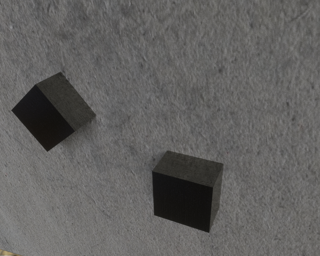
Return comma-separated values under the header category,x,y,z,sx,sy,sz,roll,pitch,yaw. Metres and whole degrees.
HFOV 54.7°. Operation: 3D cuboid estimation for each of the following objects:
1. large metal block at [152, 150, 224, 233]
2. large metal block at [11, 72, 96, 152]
category,x,y,z,sx,sy,sz,roll,pitch,yaw
large metal block,0.038,0.085,0.422,0.080,0.050,0.079,12,124,21
large metal block,-0.157,-0.023,0.457,0.080,0.050,0.080,-30,102,37
